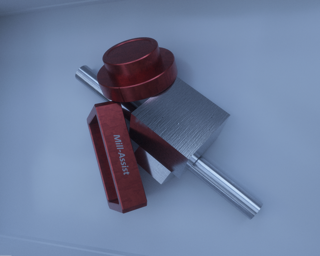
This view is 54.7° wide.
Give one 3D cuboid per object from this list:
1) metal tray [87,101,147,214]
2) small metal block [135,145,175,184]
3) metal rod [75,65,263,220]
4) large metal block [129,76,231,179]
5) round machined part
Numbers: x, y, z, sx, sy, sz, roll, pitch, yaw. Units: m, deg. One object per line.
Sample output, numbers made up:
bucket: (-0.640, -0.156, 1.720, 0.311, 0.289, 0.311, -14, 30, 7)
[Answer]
metal tray: (-0.059, 0.038, 0.396, 0.030, 0.090, 0.129, -13, 84, -22)
small metal block: (-0.002, 0.042, 0.395, 0.050, 0.050, 0.025, 40, 103, 15)
metal rod: (0.001, 0.010, 0.408, 0.300, 0.025, 0.025, 38, 102, 15)
large metal block: (0.021, -0.002, 0.366, 0.080, 0.050, 0.080, 39, 59, 15)
round machined part: (-0.031, -0.077, 0.378, 0.098, 0.098, 0.042, -2, 130, 19)
